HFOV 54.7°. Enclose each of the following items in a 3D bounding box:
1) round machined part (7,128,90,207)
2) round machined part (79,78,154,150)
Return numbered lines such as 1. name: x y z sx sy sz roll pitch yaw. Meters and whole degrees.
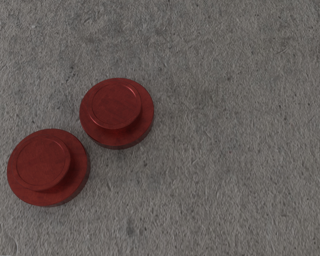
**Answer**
1. round machined part: -0.139 0.046 0.381 0.099 0.042 0.098 0 70 0
2. round machined part: -0.057 -0.024 0.407 0.099 0.042 0.098 0 70 0
